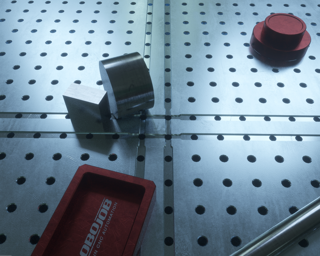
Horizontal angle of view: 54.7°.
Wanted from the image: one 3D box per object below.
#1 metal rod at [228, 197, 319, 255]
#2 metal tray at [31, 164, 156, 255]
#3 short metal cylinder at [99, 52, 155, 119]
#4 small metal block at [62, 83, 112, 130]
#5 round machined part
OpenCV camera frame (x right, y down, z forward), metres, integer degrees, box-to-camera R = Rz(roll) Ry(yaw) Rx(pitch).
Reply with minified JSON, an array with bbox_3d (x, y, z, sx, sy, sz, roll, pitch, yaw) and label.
[{"bbox_3d":[0.094,0.124,0.304,0.302,0.025,0.025,-24,54,-19],"label":"metal rod"},{"bbox_3d":[-0.064,0.106,0.314,0.090,0.030,0.130,13,51,10],"label":"metal tray"},{"bbox_3d":[-0.046,-0.058,0.420,0.050,0.080,0.080,-18,53,-15],"label":"short metal cylinder"},{"bbox_3d":[-0.096,-0.029,0.414,0.050,0.050,0.025,15,52,12],"label":"small metal block"},{"bbox_3d":[0.211,-0.163,0.537,0.099,0.042,0.098,0,50,0],"label":"round machined part"}]
